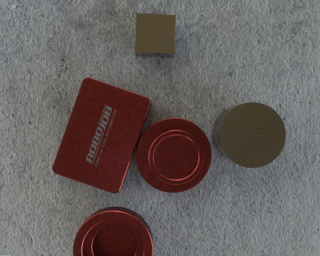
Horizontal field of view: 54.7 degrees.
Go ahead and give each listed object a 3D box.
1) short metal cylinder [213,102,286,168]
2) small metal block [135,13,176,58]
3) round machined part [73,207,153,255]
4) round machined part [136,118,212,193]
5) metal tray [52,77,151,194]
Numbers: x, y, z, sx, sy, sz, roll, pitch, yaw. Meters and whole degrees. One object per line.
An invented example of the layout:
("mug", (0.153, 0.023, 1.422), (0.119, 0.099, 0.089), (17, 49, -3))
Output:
("short metal cylinder", (0.112, 0.008, 0.399), (0.081, 0.050, 0.079), (0, 90, -1))
("small metal block", (-0.006, -0.122, 0.410), (0.050, 0.025, 0.050), (3, 90, -1))
("round machined part", (-0.058, 0.150, 0.401), (0.099, 0.042, 0.097), (0, 90, -1))
("round machined part", (0.018, 0.035, 0.398), (0.099, 0.042, 0.097), (0, 91, -5))
("metal tray", (-0.074, 0.009, 0.407), (0.090, 0.030, 0.129), (19, 90, -1))
